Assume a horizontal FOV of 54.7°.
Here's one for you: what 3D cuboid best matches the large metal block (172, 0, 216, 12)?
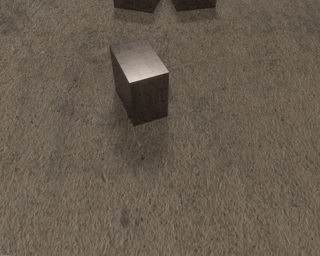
[{"bbox_3d":[0.064,-0.283,0.626,0.081,0.050,0.080,-9,51,-8],"label":"large metal block"}]

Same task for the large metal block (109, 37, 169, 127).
[{"bbox_3d":[-0.028,-0.063,0.420,0.050,0.080,0.080,-18,53,-15],"label":"large metal block"}]

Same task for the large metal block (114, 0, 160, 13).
[{"bbox_3d":[-0.042,-0.279,0.621,0.080,0.050,0.080,12,51,9],"label":"large metal block"}]
